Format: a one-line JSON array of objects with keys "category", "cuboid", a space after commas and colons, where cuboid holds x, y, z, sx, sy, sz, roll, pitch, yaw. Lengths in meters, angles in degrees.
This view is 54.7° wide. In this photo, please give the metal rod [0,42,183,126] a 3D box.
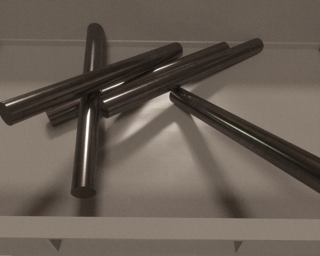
[{"category": "metal rod", "cuboid": [-0.062, -0.072, 0.411, 0.025, 0.025, 0.302, 32, 40, 23]}]

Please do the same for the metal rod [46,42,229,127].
[{"category": "metal rod", "cuboid": [-0.020, -0.073, 0.465, 0.302, 0.025, 0.025, -25, 55, -20]}]

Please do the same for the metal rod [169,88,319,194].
[{"category": "metal rod", "cuboid": [0.088, 0.005, 0.322, 0.025, 0.025, 0.300, -21, 29, -17]}]

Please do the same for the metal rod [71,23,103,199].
[{"category": "metal rod", "cuboid": [-0.092, -0.048, 0.410, 0.025, 0.025, 0.300, -4, 49, -4]}]

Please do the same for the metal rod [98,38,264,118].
[{"category": "metal rod", "cuboid": [0.048, -0.082, 0.450, 0.302, 0.025, 0.025, -27, 55, -30]}]
